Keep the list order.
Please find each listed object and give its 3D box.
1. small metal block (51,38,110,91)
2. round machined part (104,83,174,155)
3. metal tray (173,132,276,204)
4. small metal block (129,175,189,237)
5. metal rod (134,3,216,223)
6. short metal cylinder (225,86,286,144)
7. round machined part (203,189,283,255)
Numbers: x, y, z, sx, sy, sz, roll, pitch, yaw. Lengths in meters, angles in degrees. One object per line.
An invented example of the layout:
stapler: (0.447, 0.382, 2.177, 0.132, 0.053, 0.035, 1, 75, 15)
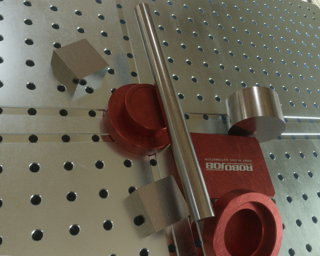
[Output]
small metal block: (-0.104, -0.083, 0.403, 0.050, 0.025, 0.050, 48, 51, 6)
round machined part: (-0.019, -0.018, 0.398, 0.099, 0.042, 0.098, 13, 56, -21)
metal tray: (0.085, 0.055, 0.417, 0.131, 0.030, 0.090, 5, 60, -26)
small metal block: (0.000, 0.088, 0.354, 0.050, 0.025, 0.050, -16, 70, -34)
metal rod: (0.010, -0.037, 0.382, 0.025, 0.025, 0.299, -1, 62, -29)
short metal cylinder: (0.138, -0.017, 0.457, 0.081, 0.080, 0.050, 13, 56, -21)
round machined part: (0.090, 0.119, 0.357, 0.099, 0.042, 0.097, 1, 88, -26)
